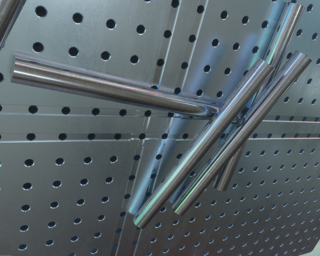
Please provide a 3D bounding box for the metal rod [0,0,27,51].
[{"bbox_3d":[-0.134,-0.108,0.270,0.025,0.025,0.299,25,105,-37],"label":"metal rod"}]

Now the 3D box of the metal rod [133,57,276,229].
[{"bbox_3d":[0.051,0.034,0.434,0.025,0.025,0.299,21,115,-36],"label":"metal rod"}]

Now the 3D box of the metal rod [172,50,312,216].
[{"bbox_3d":[0.110,0.020,0.460,0.025,0.025,0.299,20,115,-36],"label":"metal rod"}]

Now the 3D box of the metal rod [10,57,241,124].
[{"bbox_3d":[-0.015,-0.037,0.379,0.302,0.025,0.025,9,114,-32],"label":"metal rod"}]

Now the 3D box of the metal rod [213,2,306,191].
[{"bbox_3d":[0.140,-0.031,0.467,0.025,0.025,0.298,2,117,-29],"label":"metal rod"}]
